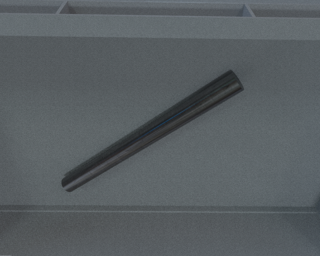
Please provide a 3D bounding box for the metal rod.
[{"bbox_3d":[-0.026,0.017,0.422,0.300,0.025,0.025,-31,124,24],"label":"metal rod"}]
